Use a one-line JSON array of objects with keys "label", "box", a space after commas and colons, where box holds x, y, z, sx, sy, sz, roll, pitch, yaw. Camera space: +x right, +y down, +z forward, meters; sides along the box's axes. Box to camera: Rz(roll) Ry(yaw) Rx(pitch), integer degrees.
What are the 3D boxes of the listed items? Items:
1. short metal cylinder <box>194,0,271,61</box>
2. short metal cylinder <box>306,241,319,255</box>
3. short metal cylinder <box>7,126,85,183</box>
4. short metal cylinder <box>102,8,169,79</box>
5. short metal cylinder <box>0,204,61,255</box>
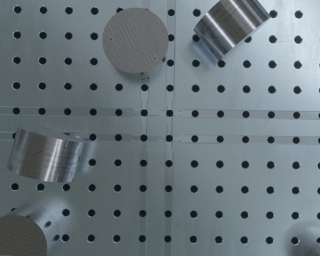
[{"label": "short metal cylinder", "box": [0.089, -0.129, 0.386, 0.080, 0.080, 0.050, -39, 90, 0]}, {"label": "short metal cylinder", "box": [0.238, 0.191, 0.403, 0.081, 0.050, 0.079, 0, 90, 0]}, {"label": "short metal cylinder", "box": [-0.140, 0.031, 0.385, 0.080, 0.080, 0.050, 15, 90, 0]}, {"label": "short metal cylinder", "box": [-0.030, -0.106, 0.400, 0.081, 0.050, 0.079, 0, 90, 0]}, {"label": "short metal cylinder", "box": [-0.177, 0.145, 0.399, 0.081, 0.050, 0.079, 0, 90, 0]}]
